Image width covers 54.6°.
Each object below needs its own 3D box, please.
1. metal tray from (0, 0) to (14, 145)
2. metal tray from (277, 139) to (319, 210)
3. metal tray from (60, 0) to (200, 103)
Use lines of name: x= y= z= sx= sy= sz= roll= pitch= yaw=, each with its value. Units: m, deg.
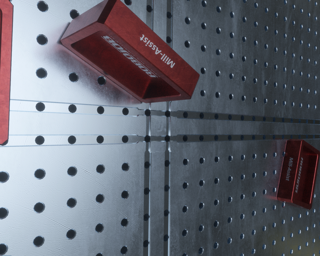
metal tray: x=-0.176 y=-0.051 z=0.257 sx=0.091 sy=0.030 sz=0.129 roll=2 pitch=89 yaw=-40
metal tray: x=0.292 y=0.097 z=0.648 sx=0.090 sy=0.030 sz=0.130 roll=25 pitch=74 yaw=-37
metal tray: x=-0.031 y=-0.075 z=0.339 sx=0.130 sy=0.090 sz=0.030 roll=35 pitch=69 yaw=-35
